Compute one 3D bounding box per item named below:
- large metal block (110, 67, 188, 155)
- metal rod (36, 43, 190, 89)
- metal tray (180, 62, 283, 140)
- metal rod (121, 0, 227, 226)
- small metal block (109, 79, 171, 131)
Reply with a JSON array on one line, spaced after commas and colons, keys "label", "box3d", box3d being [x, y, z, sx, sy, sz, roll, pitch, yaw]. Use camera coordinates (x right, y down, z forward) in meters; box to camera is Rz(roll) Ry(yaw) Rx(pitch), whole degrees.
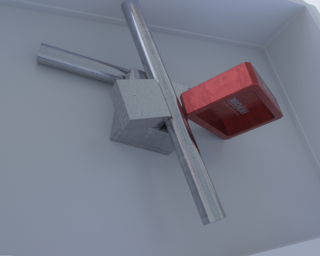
[{"label": "large metal block", "box3d": [-0.012, -0.020, 0.395, 0.081, 0.050, 0.080, 17, 55, -19]}, {"label": "metal rod", "box3d": [-0.012, -0.060, 0.436, 0.302, 0.025, 0.025, 14, 56, -21]}, {"label": "metal tray", "box3d": [0.096, -0.027, 0.398, 0.130, 0.090, 0.030, 25, 46, -54]}, {"label": "metal rod", "box3d": [0.007, -0.036, 0.367, 0.025, 0.025, 0.299, -7, 65, -32]}, {"label": "small metal block", "box3d": [-0.022, -0.027, 0.345, 0.050, 0.025, 0.050, -7, 65, -32]}]
